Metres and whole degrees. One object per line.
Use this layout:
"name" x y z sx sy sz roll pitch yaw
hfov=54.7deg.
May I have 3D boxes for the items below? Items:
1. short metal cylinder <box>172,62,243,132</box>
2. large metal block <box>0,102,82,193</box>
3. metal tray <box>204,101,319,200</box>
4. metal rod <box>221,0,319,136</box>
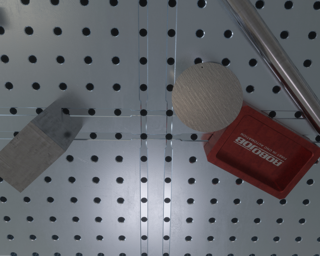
"short metal cylinder" 0.058 -0.039 0.376 0.080 0.050 0.079 2 101 12
"large metal block" -0.153 0.021 0.390 0.080 0.080 0.050 -41 105 13
"metal tray" 0.138 0.031 0.423 0.131 0.030 0.090 28 107 -10
"metal rod" 0.142 -0.088 0.382 0.025 0.025 0.300 -39 106 13
